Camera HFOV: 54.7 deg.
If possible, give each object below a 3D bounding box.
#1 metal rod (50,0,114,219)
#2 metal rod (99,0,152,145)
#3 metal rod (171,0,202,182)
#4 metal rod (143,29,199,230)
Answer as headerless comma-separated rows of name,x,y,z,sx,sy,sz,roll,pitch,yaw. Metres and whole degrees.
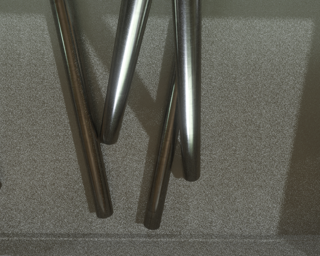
metal rod,-0.098,-0.013,0.405,0.025,0.025,0.298,-6,110,2
metal rod,-0.033,-0.075,0.302,0.025,0.025,0.298,15,141,-6
metal rod,0.031,-0.037,0.330,0.025,0.025,0.298,-5,136,2
metal rod,0.012,0.007,0.413,0.025,0.025,0.298,9,110,-4
